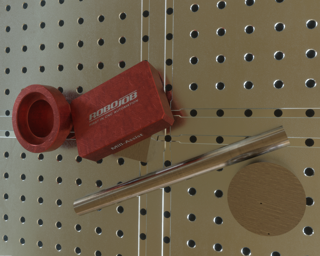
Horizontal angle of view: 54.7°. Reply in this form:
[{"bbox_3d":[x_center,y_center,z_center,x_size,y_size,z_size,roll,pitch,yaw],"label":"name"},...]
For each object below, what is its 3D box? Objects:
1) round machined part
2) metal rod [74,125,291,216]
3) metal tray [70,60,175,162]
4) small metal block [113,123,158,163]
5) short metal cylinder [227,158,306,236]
[{"bbox_3d":[-0.167,-0.014,0.456,0.098,0.042,0.097,1,92,28],"label":"round machined part"},{"bbox_3d":[0.015,0.062,0.406,0.300,0.025,0.025,-22,83,18],"label":"metal rod"},{"bbox_3d":[-0.055,-0.021,0.414,0.130,0.030,0.090,-26,64,17],"label":"metal tray"},{"bbox_3d":[-0.032,0.016,0.423,0.050,0.025,0.050,13,94,19],"label":"small metal block"},{"bbox_3d":[0.122,0.076,0.356,0.080,0.050,0.079,0,90,19],"label":"short metal cylinder"}]
